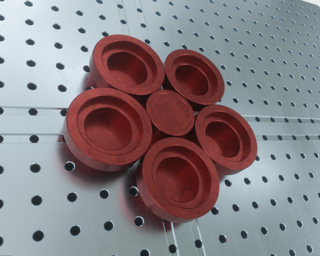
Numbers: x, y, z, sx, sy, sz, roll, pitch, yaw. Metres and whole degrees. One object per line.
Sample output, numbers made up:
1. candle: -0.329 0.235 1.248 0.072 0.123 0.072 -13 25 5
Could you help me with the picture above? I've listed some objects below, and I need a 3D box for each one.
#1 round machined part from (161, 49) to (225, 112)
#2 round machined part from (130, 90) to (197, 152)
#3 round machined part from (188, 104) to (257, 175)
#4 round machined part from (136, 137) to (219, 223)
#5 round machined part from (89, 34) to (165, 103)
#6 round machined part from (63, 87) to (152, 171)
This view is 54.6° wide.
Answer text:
1. round machined part: 0.043 -0.065 0.459 0.099 0.042 0.098 13 56 -21
2. round machined part: 0.006 -0.011 0.406 0.099 0.042 0.098 13 56 -21
3. round machined part: 0.081 0.019 0.428 0.099 0.042 0.098 13 56 -21
4. round machined part: 0.017 0.063 0.367 0.099 0.042 0.098 13 56 -21
5. round machined part: -0.047 -0.074 0.417 0.099 0.042 0.098 13 56 -21
6. round machined part: -0.062 0.005 0.360 0.099 0.042 0.098 13 56 -21
